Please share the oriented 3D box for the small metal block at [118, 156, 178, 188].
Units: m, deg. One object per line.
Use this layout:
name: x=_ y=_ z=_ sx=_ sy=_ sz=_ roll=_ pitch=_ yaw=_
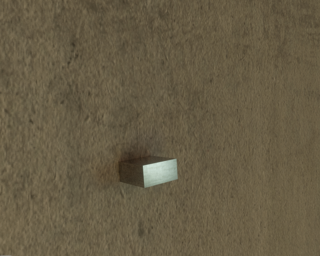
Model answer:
small metal block: x=-0.015 y=0.051 z=0.375 sx=0.050 sy=0.050 sz=0.025 roll=-7 pitch=95 yaw=-40
